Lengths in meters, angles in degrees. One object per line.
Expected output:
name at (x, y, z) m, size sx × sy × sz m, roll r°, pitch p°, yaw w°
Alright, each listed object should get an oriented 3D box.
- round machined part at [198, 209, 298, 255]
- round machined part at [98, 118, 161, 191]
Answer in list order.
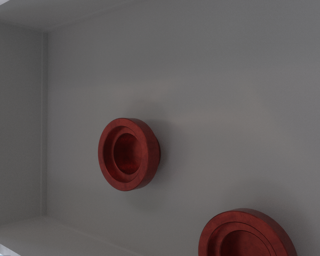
round machined part at (0.092, 0.132, 0.317) m, size 0.098 × 0.042 × 0.097 m, roll -4°, pitch 83°, yaw 40°
round machined part at (-0.038, 0.035, 0.427) m, size 0.098 × 0.042 × 0.097 m, roll 0°, pitch 90°, yaw 40°
